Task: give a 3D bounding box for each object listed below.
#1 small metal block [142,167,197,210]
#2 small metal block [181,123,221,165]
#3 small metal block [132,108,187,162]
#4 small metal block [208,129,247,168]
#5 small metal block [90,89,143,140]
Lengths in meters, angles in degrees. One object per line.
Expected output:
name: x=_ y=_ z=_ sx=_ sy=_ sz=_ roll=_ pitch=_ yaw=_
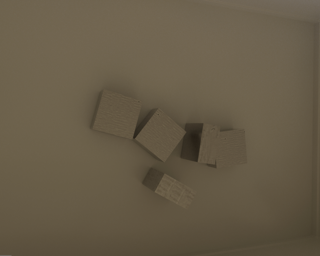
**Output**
small metal block: x=0.011 y=0.077 z=0.400 sx=0.050 sy=0.050 sz=0.025 roll=32 pitch=81 yaw=-18
small metal block: x=0.054 y=0.020 z=0.417 sx=0.025 sy=0.050 sz=0.050 roll=10 pitch=87 yaw=-21
small metal block: x=-0.002 y=0.009 z=0.408 sx=0.050 sy=0.025 sz=0.050 roll=41 pitch=77 yaw=-16
small metal block: x=0.095 y=0.028 z=0.445 sx=0.050 sy=0.025 sz=0.050 roll=-6 pitch=92 yaw=-20
small metal block: x=-0.055 y=-0.016 z=0.388 sx=0.050 sy=0.025 sz=0.050 roll=16 pitch=85 yaw=-20
